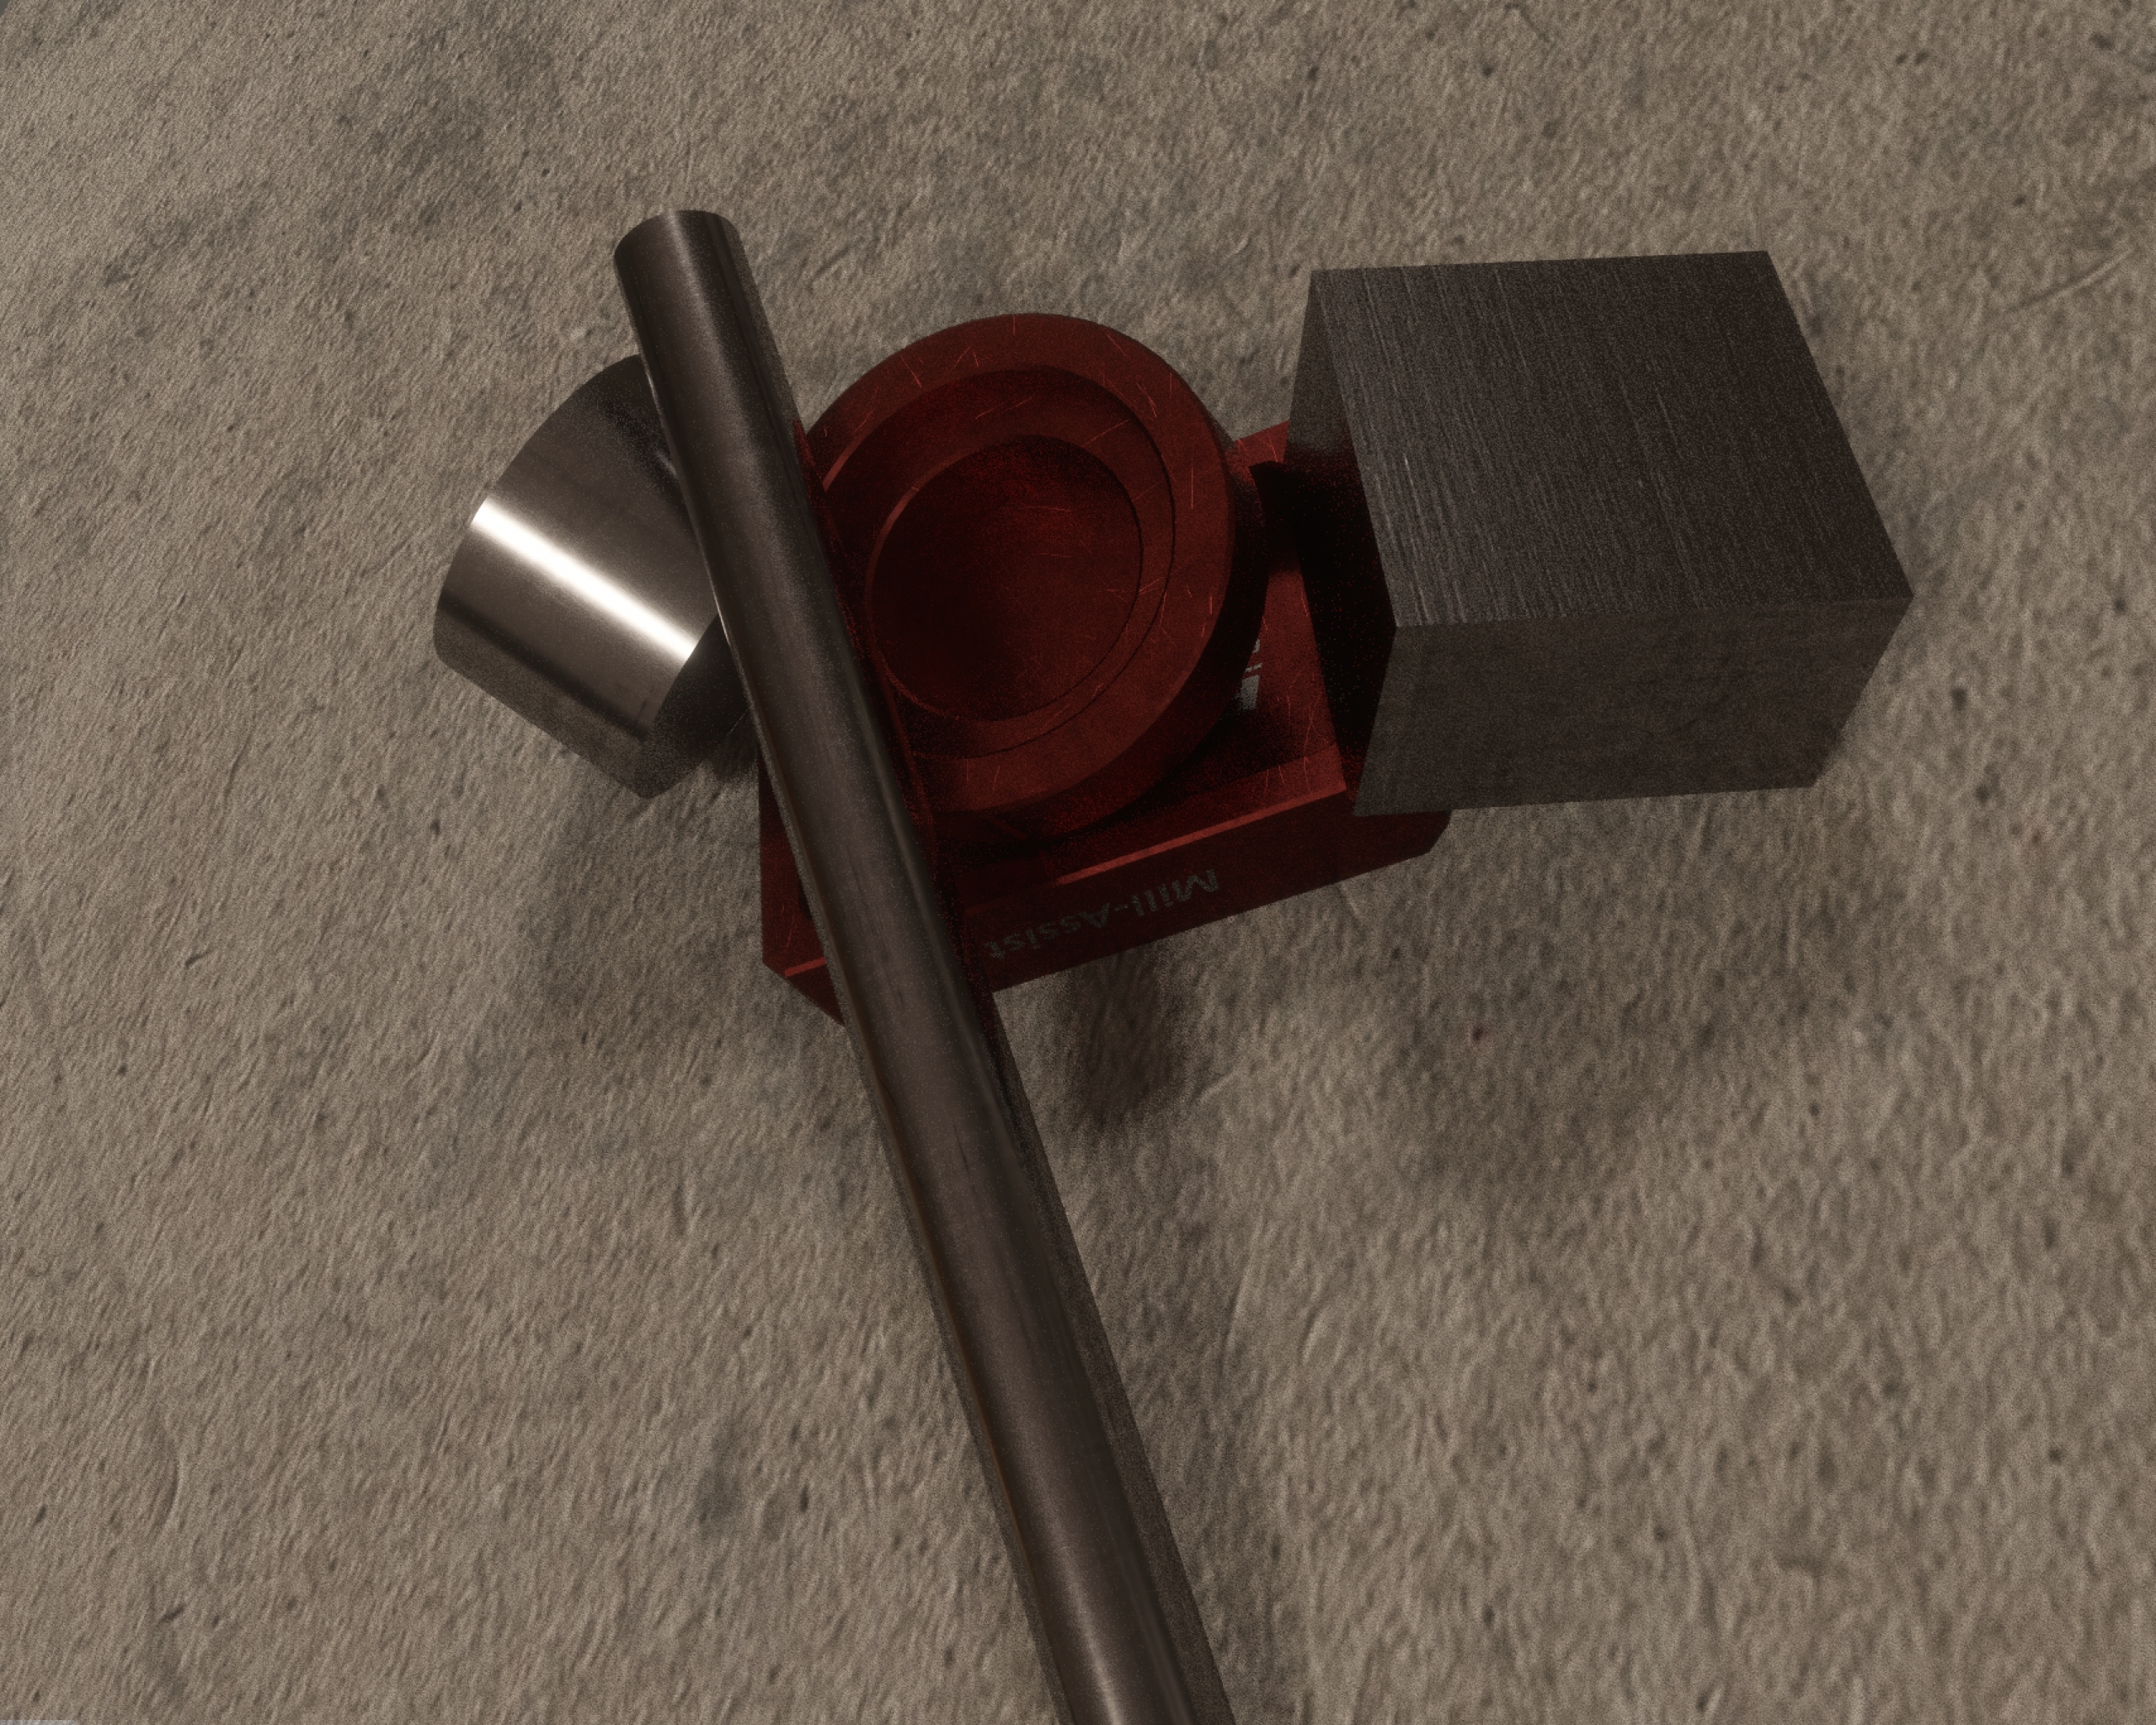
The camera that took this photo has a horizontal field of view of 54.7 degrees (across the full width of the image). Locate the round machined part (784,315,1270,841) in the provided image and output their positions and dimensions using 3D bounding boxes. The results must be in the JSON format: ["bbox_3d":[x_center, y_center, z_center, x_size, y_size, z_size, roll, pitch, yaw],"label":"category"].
[{"bbox_3d":[-0.010,-0.051,0.399,0.098,0.042,0.098,-6,75,22],"label":"round machined part"}]

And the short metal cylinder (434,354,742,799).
[{"bbox_3d":[-0.090,-0.060,0.444,0.050,0.080,0.080,35,79,2],"label":"short metal cylinder"}]

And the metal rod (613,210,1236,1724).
[{"bbox_3d":[-0.030,0.015,0.354,0.025,0.025,0.299,-24,70,13],"label":"metal rod"}]

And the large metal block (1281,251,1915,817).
[{"bbox_3d":[0.083,-0.057,0.358,0.081,0.050,0.080,-4,56,-5],"label":"large metal block"}]

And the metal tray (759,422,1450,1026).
[{"bbox_3d":[0.000,-0.027,0.417,0.130,0.030,0.090,-19,54,16],"label":"metal tray"}]
